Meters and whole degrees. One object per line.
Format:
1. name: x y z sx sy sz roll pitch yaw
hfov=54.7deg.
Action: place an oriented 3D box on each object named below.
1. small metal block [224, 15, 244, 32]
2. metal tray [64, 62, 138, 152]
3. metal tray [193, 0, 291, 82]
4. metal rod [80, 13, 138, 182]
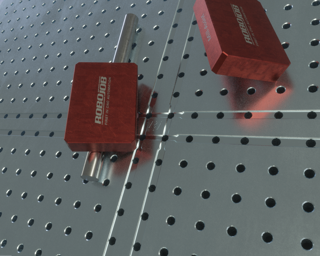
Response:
1. small metal block: 0.086 -0.130 0.424 0.025 0.050 0.050 5 55 -18
2. metal tray: -0.078 -0.032 0.435 0.091 0.030 0.130 0 63 -2
3. metal tray: 0.099 -0.120 0.392 0.091 0.030 0.130 4 54 -18
4. metal rod: -0.072 -0.063 0.483 0.025 0.025 0.299 -5 59 25
